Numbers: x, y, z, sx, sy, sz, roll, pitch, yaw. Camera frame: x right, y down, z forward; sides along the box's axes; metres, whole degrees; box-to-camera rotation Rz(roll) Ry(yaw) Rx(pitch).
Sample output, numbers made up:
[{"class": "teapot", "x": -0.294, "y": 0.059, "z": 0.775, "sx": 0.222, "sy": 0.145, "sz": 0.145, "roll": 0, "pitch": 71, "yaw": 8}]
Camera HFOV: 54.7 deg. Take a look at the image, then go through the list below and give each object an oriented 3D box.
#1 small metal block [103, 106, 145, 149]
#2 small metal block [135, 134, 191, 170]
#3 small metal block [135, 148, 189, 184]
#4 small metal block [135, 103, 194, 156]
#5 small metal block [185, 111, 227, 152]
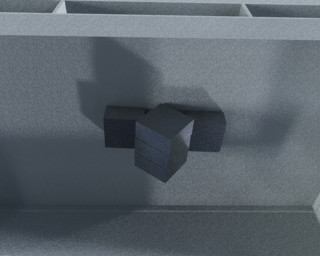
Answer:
[{"class": "small metal block", "x": -0.046, "y": 0.000, "z": 0.407, "sx": 0.050, "sy": 0.025, "sz": 0.050, "roll": 3, "pitch": 130, "yaw": -3}, {"class": "small metal block", "x": 0.004, "y": 0.019, "z": 0.394, "sx": 0.050, "sy": 0.050, "sz": 0.025, "roll": 27, "pitch": 135, "yaw": 25}, {"class": "small metal block", "x": 0.002, "y": 0.038, "z": 0.410, "sx": 0.050, "sy": 0.050, "sz": 0.025, "roll": 27, "pitch": 135, "yaw": 25}, {"class": "small metal block", "x": 0.006, "y": 0.000, "z": 0.377, "sx": 0.050, "sy": 0.050, "sz": 0.025, "roll": 27, "pitch": 134, "yaw": 25}, {"class": "small metal block", "x": 0.057, "y": 0.005, "z": 0.413, "sx": 0.050, "sy": 0.025, "sz": 0.050, "roll": 2, "pitch": 130, "yaw": -3}]
